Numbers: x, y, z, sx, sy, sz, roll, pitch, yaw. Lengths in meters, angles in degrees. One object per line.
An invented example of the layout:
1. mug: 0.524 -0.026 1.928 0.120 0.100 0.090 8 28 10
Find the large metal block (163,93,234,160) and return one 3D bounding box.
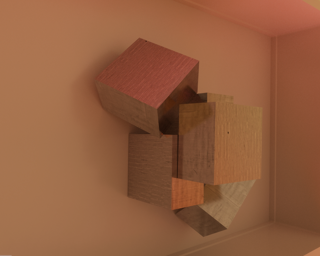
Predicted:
1. large metal block: 0.048 -0.001 0.407 0.050 0.080 0.080 1 89 -40

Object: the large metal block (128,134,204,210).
1. large metal block: 0.006 0.047 0.374 0.050 0.080 0.080 1 89 -40

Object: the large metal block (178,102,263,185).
1. large metal block: 0.067 0.016 0.340 0.081 0.050 0.080 2 89 -40

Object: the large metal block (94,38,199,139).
1. large metal block: -0.012 -0.047 0.349 0.080 0.080 0.050 -51 155 -28

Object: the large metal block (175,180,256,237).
1. large metal block: 0.074 0.094 0.421 0.050 0.080 0.080 38 61 5
